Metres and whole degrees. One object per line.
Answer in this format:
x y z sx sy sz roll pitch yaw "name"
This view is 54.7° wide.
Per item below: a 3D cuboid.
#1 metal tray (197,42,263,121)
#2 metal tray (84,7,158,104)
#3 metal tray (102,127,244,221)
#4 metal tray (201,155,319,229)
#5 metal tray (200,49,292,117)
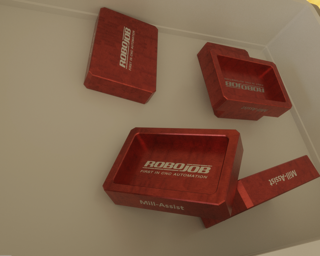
0.120 -0.078 0.514 0.091 0.030 0.130 3 60 -27 "metal tray"
-0.051 -0.104 0.438 0.091 0.030 0.130 14 56 -20 "metal tray"
0.015 0.043 0.331 0.130 0.030 0.090 1 47 26 "metal tray"
0.119 0.077 0.380 0.131 0.090 0.030 -11 66 -33 "metal tray"
0.132 -0.067 0.474 0.131 0.030 0.090 4 60 -26 "metal tray"
